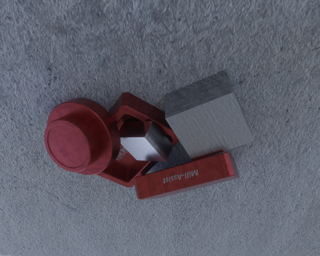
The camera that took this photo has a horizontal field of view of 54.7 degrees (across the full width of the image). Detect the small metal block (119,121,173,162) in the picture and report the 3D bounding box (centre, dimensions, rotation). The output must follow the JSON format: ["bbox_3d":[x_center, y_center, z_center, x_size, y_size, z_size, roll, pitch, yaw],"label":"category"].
[{"bbox_3d":[-0.020,0.017,0.393,0.050,0.025,0.050,-2,139,39],"label":"small metal block"}]

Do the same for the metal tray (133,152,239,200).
[{"bbox_3d":[0.040,0.070,0.435,0.130,0.030,0.090,-17,164,15],"label":"metal tray"}]

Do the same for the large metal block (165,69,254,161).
[{"bbox_3d":[0.060,-0.013,0.382,0.080,0.050,0.080,-21,127,17],"label":"large metal block"}]

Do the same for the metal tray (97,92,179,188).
[{"bbox_3d":[-0.044,0.022,0.423,0.090,0.030,0.129,28,125,-22],"label":"metal tray"}]

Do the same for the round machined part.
[{"bbox_3d":[-0.102,0.015,0.382,0.098,0.042,0.097,9,113,22],"label":"round machined part"}]
